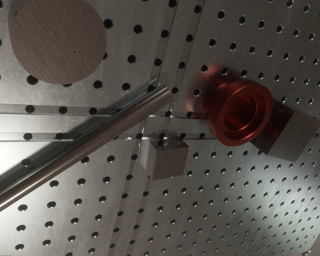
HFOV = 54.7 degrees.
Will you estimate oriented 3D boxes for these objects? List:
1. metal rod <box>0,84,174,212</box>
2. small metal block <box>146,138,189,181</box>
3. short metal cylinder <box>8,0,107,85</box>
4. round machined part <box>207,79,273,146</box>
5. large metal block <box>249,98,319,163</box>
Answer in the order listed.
[{"bbox_3d":[-0.115,0.037,0.371,0.301,0.025,0.025,-33,129,-7],"label":"metal rod"},{"bbox_3d":[0.010,0.045,0.446,0.050,0.025,0.050,-6,121,-26],"label":"small metal block"},{"bbox_3d":[-0.096,-0.087,0.289,0.081,0.050,0.079,-14,125,-21],"label":"short metal cylinder"},{"bbox_3d":[0.110,-0.025,0.447,0.099,0.042,0.097,-14,125,-21],"label":"round machined part"},{"bbox_3d":[0.205,0.005,0.513,0.081,0.050,0.080,15,111,-35],"label":"large metal block"}]
